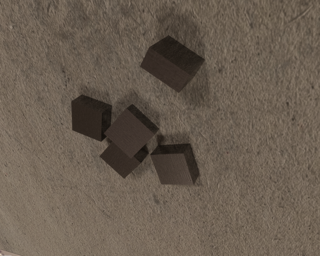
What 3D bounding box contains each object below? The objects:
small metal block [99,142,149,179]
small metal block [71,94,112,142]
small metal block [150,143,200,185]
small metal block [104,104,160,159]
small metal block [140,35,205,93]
[{"bbox_3d":[-0.053,0.040,0.458,0.050,0.025,0.050,43,129,-2],"label":"small metal block"},{"bbox_3d":[-0.099,-0.014,0.448,0.050,0.025,0.050,20,126,15],"label":"small metal block"},{"bbox_3d":[0.021,0.050,0.426,0.050,0.025,0.050,-6,116,30],"label":"small metal block"},{"bbox_3d":[-0.038,0.004,0.420,0.050,0.025,0.050,43,112,-2],"label":"small metal block"},{"bbox_3d":[0.015,-0.071,0.338,0.050,0.050,0.025,35,129,4],"label":"small metal block"}]
